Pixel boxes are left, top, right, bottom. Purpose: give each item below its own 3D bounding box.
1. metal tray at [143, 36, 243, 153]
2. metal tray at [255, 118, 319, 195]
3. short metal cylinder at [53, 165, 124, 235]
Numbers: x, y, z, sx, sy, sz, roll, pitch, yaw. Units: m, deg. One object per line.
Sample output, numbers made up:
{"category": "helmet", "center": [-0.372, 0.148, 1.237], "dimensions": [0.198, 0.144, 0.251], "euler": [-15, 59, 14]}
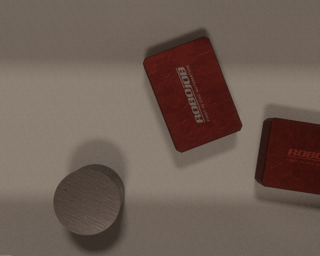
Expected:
{"category": "metal tray", "center": [0.042, -0.043, 0.409], "dimensions": [0.090, 0.030, 0.129], "euler": [-21, 90, -1]}
{"category": "metal tray", "center": [0.201, 0.040, 0.412], "dimensions": [0.131, 0.030, 0.089], "euler": [9, 90, -1]}
{"category": "short metal cylinder", "center": [-0.088, 0.089, 0.398], "dimensions": [0.081, 0.050, 0.079], "euler": [0, 90, -1]}
